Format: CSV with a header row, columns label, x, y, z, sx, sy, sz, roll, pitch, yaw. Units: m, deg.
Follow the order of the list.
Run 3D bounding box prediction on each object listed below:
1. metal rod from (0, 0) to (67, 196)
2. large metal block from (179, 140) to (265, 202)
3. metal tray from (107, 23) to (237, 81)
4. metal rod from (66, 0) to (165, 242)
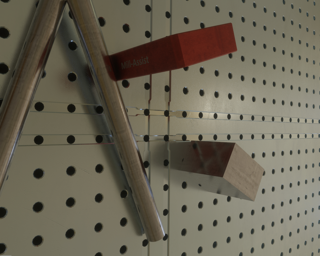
label,x,y,z,sx,sy,sz,roll,pitch,yaw
metal rod,-0.136,-0.021,0.294,0.025,0.025,0.299,23,75,-38
large metal block,0.089,0.061,0.448,0.080,0.080,0.050,38,67,-34
metal tray,0.006,-0.082,0.346,0.091,0.130,0.030,-24,106,-37
metal rod,-0.044,0.003,0.361,0.025,0.025,0.298,-29,111,-36
